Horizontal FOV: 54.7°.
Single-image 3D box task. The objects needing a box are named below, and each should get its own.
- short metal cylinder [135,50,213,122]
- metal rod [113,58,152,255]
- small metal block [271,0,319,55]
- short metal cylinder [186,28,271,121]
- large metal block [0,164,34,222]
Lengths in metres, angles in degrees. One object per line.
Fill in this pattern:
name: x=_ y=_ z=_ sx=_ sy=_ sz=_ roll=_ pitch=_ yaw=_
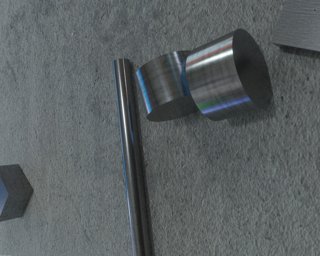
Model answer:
short metal cylinder: x=0.017 y=-0.045 z=0.354 sx=0.080 sy=0.081 sz=0.050 roll=-27 pitch=73 yaw=36
metal rod: x=-0.039 y=0.051 z=0.434 sx=0.025 sy=0.025 sz=0.298 roll=-11 pitch=83 yaw=39
small metal block: x=0.140 y=-0.098 z=0.289 sx=0.050 sy=0.025 sz=0.050 roll=25 pitch=105 yaw=37
short metal cylinder: x=0.070 y=-0.051 z=0.310 sx=0.050 sy=0.081 sz=0.080 roll=-17 pitch=80 yaw=38
large metal block: x=-0.316 y=0.134 z=0.645 sx=0.080 sy=0.050 sz=0.080 roll=44 pitch=116 yaw=30
